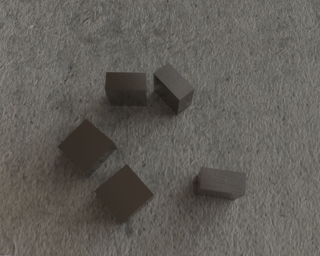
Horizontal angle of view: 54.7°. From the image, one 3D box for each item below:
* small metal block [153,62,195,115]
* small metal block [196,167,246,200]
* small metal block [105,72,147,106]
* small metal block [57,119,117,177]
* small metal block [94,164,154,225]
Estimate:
[{"bbox_3d":[0.017,-0.051,0.414,0.025,0.050,0.050,-39,75,-13],"label":"small metal block"},{"bbox_3d":[0.071,0.068,0.371,0.050,0.050,0.025,8,70,2],"label":"small metal block"},{"bbox_3d":[-0.043,-0.051,0.413,0.050,0.050,0.025,1,70,0],"label":"small metal block"},{"bbox_3d":[-0.092,0.025,0.398,0.050,0.025,0.050,39,74,12],"label":"small metal block"},{"bbox_3d":[-0.043,0.081,0.378,0.050,0.025,0.050,-40,75,-14],"label":"small metal block"}]
